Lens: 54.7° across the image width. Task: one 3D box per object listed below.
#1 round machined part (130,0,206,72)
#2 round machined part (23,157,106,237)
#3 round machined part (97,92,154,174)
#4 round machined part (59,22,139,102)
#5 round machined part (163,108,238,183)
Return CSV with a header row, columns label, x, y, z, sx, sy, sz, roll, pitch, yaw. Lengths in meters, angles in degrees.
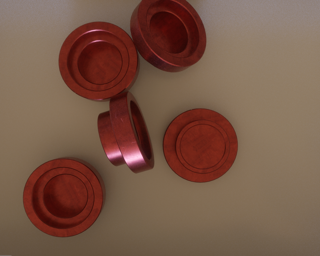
label,x,y,z,sx,sy,sz,roll,pitch,yaw
round machined part,0.007,-0.116,0.388,0.099,0.042,0.098,8,74,-30
round machined part,-0.120,0.086,0.401,0.099,0.042,0.097,0,90,-1
round machined part,-0.042,0.008,0.375,0.042,0.098,0.097,-17,90,6
round machined part,-0.075,-0.082,0.400,0.099,0.042,0.097,0,88,2
round machined part,0.053,0.023,0.404,0.099,0.042,0.097,0,90,-1
